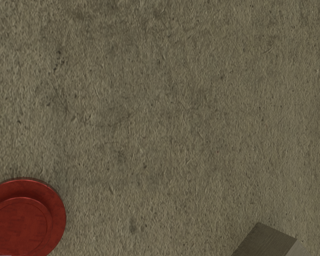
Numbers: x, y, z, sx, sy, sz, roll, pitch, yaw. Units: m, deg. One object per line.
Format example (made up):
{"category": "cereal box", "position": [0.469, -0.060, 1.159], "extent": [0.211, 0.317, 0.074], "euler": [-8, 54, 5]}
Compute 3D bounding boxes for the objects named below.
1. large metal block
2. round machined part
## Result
{"category": "large metal block", "position": [0.155, 0.191, 0.439], "extent": [0.080, 0.080, 0.050], "euler": [-45, 105, -15]}
{"category": "round machined part", "position": [-0.155, 0.106, 0.343], "extent": [0.099, 0.042, 0.097], "euler": [0, 90, -21]}
